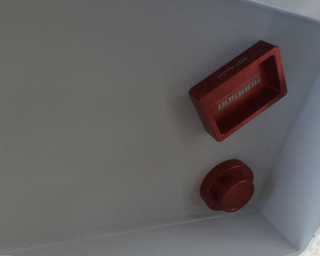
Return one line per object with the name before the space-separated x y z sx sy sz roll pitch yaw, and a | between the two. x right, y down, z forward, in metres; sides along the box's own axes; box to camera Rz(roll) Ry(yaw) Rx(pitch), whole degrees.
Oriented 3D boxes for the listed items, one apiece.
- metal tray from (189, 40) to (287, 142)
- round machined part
metal tray | 0.114 -0.050 0.438 0.130 0.030 0.090 -35 129 -5
round machined part | 0.122 0.106 0.532 0.099 0.042 0.097 -14 125 -21
